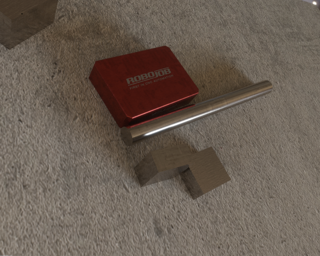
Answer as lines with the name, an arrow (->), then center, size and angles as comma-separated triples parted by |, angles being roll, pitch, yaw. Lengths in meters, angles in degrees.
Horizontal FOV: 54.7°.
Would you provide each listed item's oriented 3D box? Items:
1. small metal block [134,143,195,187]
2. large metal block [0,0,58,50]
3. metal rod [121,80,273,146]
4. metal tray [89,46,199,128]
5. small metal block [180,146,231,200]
small metal block -> 0.004, 0.044, 0.365 | 0.050, 0.050, 0.025 | -10, 67, -33
large metal block -> -0.187, -0.157, 0.383 | 0.080, 0.050, 0.080 | 38, 51, -3
metal rod -> 0.075, -0.031, 0.465 | 0.302, 0.025, 0.025 | -20, 73, -36
metal tray -> -0.019, -0.061, 0.429 | 0.131, 0.030, 0.090 | -24, 75, -37
small metal block -> 0.055, 0.057, 0.400 | 0.050, 0.025, 0.050 | -18, 71, -35
